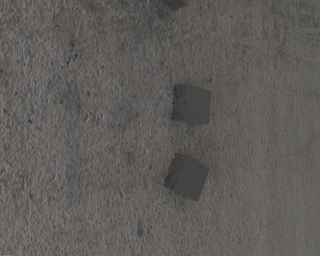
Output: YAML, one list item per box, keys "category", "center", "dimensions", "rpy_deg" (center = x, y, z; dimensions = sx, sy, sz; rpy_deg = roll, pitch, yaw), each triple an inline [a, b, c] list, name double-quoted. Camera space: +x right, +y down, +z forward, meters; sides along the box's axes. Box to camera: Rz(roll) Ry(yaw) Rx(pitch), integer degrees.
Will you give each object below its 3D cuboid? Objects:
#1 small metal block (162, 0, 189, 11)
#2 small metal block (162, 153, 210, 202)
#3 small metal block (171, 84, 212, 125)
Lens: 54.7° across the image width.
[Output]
- category: "small metal block"
  center: [0.016, -0.185, 0.385]
  dimensions: [0.050, 0.025, 0.050]
  rpy_deg: [31, 71, -36]
- category: "small metal block"
  center: [0.038, 0.069, 0.436]
  dimensions: [0.050, 0.025, 0.050]
  rpy_deg: [36, 68, -34]
- category: "small metal block"
  center: [0.045, -0.032, 0.442]
  dimensions: [0.050, 0.025, 0.050]
  rpy_deg: [9, 84, -40]
